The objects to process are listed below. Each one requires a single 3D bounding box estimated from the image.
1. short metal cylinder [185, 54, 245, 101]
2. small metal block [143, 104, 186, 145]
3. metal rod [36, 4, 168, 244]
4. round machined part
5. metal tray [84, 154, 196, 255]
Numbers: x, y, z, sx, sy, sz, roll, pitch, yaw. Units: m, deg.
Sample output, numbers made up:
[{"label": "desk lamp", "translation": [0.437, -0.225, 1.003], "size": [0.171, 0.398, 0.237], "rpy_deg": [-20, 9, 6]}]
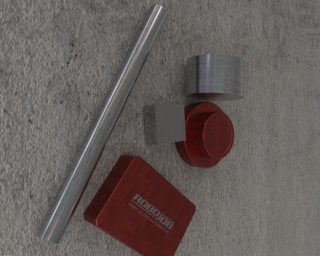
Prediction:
[{"label": "short metal cylinder", "translation": [0.077, -0.068, 0.433], "size": [0.081, 0.080, 0.050], "rpy_deg": [4, 87, -40]}, {"label": "small metal block", "translation": [0.006, -0.006, 0.410], "size": [0.050, 0.025, 0.050], "rpy_deg": [-6, 94, -40]}, {"label": "metal rod", "translation": [-0.057, -0.020, 0.356], "size": [0.025, 0.025, 0.300], "rpy_deg": [36, 68, -34]}, {"label": "round machined part", "translation": [0.071, 0.010, 0.453], "size": [0.099, 0.042, 0.097], "rpy_deg": [0, 90, -40]}, {"label": "metal tray", "translation": [-0.018, 0.105, 0.386], "size": [0.130, 0.030, 0.090], "rpy_deg": [46, 63, -30]}]
